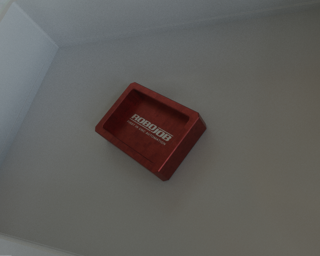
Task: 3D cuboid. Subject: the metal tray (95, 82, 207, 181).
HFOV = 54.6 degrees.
[{"bbox_3d":[-0.016,0.000,0.411,0.130,0.030,0.090,30,78,37],"label":"metal tray"}]
